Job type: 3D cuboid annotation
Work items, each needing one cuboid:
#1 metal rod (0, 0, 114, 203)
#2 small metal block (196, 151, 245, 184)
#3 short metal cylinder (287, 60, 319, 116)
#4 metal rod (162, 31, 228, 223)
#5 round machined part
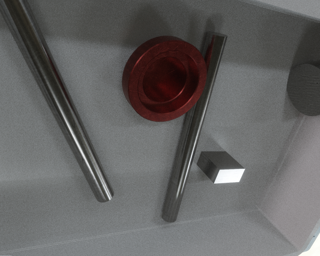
[{"bbox_3d":[-0.106,-0.023,0.336,0.025,0.025,0.298,-25,128,-13],"label":"metal rod"},{"bbox_3d":[0.094,0.060,0.484,0.050,0.050,0.025,3,117,-30],"label":"small metal block"},{"bbox_3d":[0.243,-0.063,0.470,0.050,0.080,0.079,-17,125,-19],"label":"short metal cylinder"},{"bbox_3d":[0.043,0.016,0.443,0.025,0.025,0.298,-3,120,-27],"label":"metal rod"},{"bbox_3d":[0.002,-0.059,0.363,0.099,0.042,0.097,-14,125,-21],"label":"round machined part"}]
